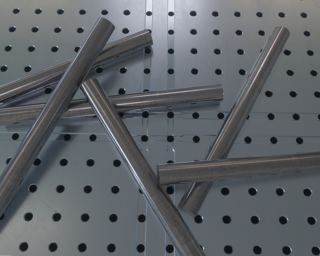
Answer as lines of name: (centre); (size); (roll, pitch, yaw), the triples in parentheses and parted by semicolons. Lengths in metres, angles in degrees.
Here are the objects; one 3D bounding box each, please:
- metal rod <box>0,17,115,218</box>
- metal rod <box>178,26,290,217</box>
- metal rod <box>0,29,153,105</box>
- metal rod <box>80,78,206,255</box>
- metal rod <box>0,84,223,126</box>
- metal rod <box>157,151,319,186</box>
metal rod: (-0.142, -0.010, 0.390); (0.025, 0.025, 0.300); (27, 81, 9)
metal rod: (0.107, -0.021, 0.420); (0.025, 0.025, 0.300); (28, 72, 10)
metal rod: (-0.152, -0.075, 0.438); (0.301, 0.025, 0.025); (-24, 72, -9)
metal rod: (-0.013, 0.067, 0.372); (0.025, 0.025, 0.299); (-31, 78, -10)
metal rod: (-0.065, -0.032, 0.423); (0.302, 0.025, 0.025); (-7, 70, -3)
metal rod: (0.147, 0.044, 0.379); (0.302, 0.025, 0.025); (-4, 70, -9)
